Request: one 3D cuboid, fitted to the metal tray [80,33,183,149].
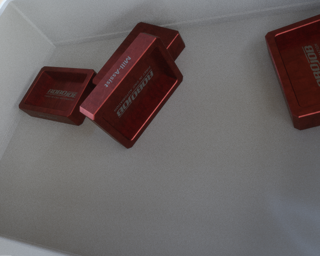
[{"bbox_3d":[-0.032,-0.047,0.407,0.030,0.090,0.130,29,78,37],"label":"metal tray"}]

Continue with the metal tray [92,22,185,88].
[{"bbox_3d":[-0.033,-0.100,0.480,0.090,0.030,0.130,27,76,37],"label":"metal tray"}]

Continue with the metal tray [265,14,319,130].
[{"bbox_3d":[0.180,-0.069,0.349,0.090,0.030,0.130,-16,55,18],"label":"metal tray"}]

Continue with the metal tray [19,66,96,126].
[{"bbox_3d":[-0.168,-0.057,0.523,0.130,0.030,0.090,10,66,32],"label":"metal tray"}]
